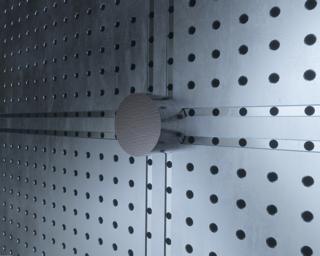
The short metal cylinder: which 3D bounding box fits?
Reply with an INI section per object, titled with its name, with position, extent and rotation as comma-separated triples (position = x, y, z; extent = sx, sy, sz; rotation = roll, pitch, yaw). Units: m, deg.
[short metal cylinder]
position = -0.013, -0.004, 0.405
extent = 0.080, 0.050, 0.080
rotation = 0, 90, 40
